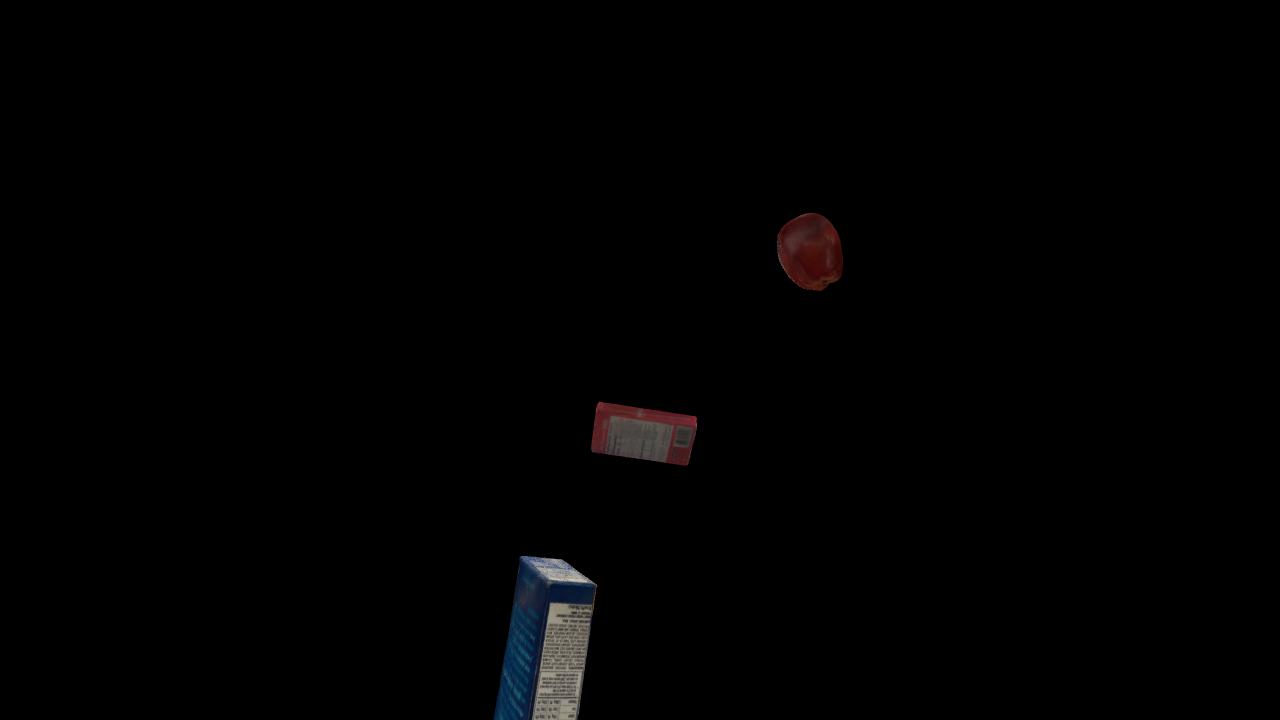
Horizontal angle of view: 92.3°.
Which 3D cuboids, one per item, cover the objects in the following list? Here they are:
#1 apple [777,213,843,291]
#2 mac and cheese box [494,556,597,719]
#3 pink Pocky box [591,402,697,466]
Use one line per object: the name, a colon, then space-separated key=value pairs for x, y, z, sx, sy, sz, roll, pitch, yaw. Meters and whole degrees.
apple: x=0.208 y=-0.133 z=0.747 sx=0.079 sy=0.093 sz=0.079 roll=-11 pitch=-22 yaw=-4
mac and cheese box: x=-0.073 y=0.238 z=0.423 sx=0.041 sy=0.184 sz=0.093 roll=12 pitch=-11 yaw=-22
pink Pocky box: x=0.005 y=0.114 z=0.948 sx=0.155 sy=0.084 sz=0.029 roll=8 pitch=34 yaw=-1
